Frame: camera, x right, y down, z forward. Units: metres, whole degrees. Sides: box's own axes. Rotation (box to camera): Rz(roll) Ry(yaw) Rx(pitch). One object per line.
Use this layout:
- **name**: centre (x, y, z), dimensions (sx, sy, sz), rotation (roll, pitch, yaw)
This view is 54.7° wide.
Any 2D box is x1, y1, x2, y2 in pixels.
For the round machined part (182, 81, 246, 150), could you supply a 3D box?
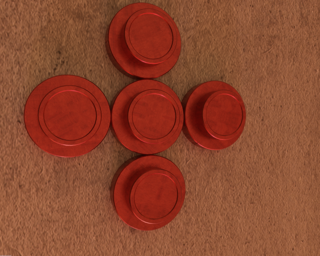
- **round machined part**: centre (0.079, -0.018, 0.432), dimensions (0.099, 0.042, 0.097), rotation (0, 90, -21)

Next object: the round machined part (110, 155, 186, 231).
- **round machined part**: centre (-0.011, 0.084, 0.398), dimensions (0.099, 0.042, 0.097), rotation (0, 90, -21)

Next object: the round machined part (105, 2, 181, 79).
- **round machined part**: centre (-0.017, -0.112, 0.396), dimensions (0.099, 0.042, 0.097), rotation (0, 90, -21)

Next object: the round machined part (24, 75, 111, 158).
- **round machined part**: centre (-0.106, -0.014, 0.363), dimensions (0.099, 0.042, 0.097), rotation (0, 90, -21)

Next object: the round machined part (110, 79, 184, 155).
- **round machined part**: centre (-0.013, -0.014, 0.397), dimensions (0.099, 0.042, 0.097), rotation (0, 90, -21)
